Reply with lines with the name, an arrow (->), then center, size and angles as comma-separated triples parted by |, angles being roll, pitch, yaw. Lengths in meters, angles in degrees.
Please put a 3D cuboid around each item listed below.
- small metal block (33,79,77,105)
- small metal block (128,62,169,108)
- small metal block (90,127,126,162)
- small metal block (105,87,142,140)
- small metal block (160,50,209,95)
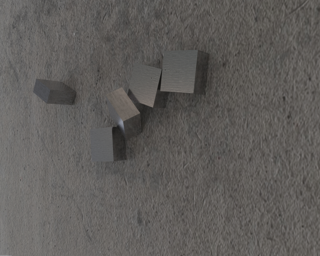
small metal block -> -0.183, -0.063, 0.540 | 0.050, 0.050, 0.025 | 33, 111, 35
small metal block -> -0.014, -0.057, 0.416 | 0.050, 0.025, 0.050 | 22, 104, 38
small metal block -> -0.079, 0.025, 0.470 | 0.050, 0.025, 0.050 | -6, 86, 40
small metal block -> -0.050, -0.019, 0.429 | 0.050, 0.025, 0.050 | 54, 162, 26
small metal block -> 0.030, -0.068, 0.380 | 0.050, 0.025, 0.050 | 9, 96, 39
